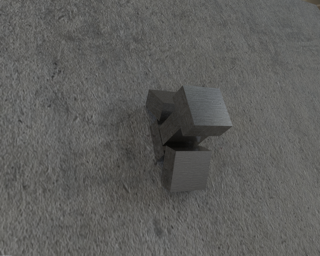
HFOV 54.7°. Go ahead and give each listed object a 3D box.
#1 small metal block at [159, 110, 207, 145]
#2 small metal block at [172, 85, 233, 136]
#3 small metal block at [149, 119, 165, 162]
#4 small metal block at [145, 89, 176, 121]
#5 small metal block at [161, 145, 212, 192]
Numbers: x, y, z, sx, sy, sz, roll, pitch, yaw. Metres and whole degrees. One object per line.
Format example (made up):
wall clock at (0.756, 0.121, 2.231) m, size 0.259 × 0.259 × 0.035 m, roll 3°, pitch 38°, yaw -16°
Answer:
small metal block at (0.034, -0.001, 0.377) m, size 0.050 × 0.050 × 0.025 m, roll 2°, pitch 61°, yaw -28°
small metal block at (0.047, -0.019, 0.347) m, size 0.050 × 0.025 × 0.050 m, roll 1°, pitch 61°, yaw -28°
small metal block at (0.018, 0.017, 0.407) m, size 0.050 × 0.025 × 0.050 m, roll 2°, pitch 61°, yaw -27°
small metal block at (0.015, -0.030, 0.417) m, size 0.050 × 0.025 × 0.050 m, roll 2°, pitch 25°, yaw -27°
small metal block at (0.032, 0.049, 0.378) m, size 0.050 × 0.025 × 0.050 m, roll 2°, pitch 101°, yaw -28°
